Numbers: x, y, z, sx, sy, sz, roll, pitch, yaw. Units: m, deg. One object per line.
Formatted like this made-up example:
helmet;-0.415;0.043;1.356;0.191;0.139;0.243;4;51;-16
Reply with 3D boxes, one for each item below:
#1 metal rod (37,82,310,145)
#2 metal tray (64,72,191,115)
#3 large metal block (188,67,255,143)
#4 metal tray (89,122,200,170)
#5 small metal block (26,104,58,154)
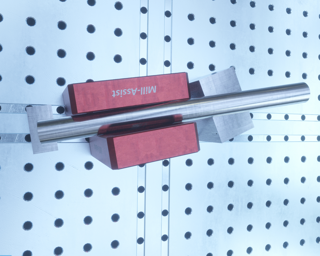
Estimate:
metal rod;0.025;-0.019;0.343;0.302;0.025;0.025;-9;94;-11
metal tray;-0.042;-0.039;0.362;0.131;0.090;0.030;-10;95;-20
large metal block;0.067;-0.028;0.408;0.050;0.080;0.080;-24;98;-19
metal tray;-0.025;0.015;0.348;0.091;0.130;0.030;-10;94;-20
small metal block;-0.133;0.001;0.350;0.025;0.050;0.050;-9;93;-20
